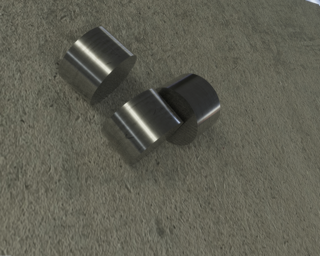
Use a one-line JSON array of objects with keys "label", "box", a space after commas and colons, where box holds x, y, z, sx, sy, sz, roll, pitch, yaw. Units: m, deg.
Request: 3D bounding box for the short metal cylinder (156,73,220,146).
[{"label": "short metal cylinder", "box": [0.030, -0.024, 0.399, 0.050, 0.080, 0.080, -35, 82, -38]}]

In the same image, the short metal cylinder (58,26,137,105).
[{"label": "short metal cylinder", "box": [-0.074, -0.074, 0.374, 0.050, 0.080, 0.080, 43, 51, 1]}]

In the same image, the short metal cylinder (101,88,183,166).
[{"label": "short metal cylinder", "box": [-0.020, 0.000, 0.358, 0.081, 0.080, 0.050, -35, 81, -38]}]
